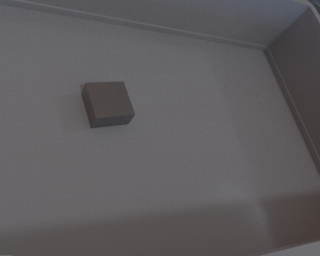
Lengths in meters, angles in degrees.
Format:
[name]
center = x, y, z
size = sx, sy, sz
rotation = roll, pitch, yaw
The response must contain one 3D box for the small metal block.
[small metal block]
center = -0.065, -0.030, 0.388
size = 0.050, 0.025, 0.050
rotation = -7, 65, -31
